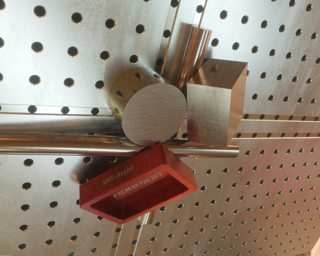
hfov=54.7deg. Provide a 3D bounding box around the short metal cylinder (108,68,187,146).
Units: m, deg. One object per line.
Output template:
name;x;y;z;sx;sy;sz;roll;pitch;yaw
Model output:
short metal cylinder;-0.015;-0.026;0.370;0.081;0.050;0.079;-14;124;-21

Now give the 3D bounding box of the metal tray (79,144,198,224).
metal tray;-0.028;0.079;0.408;0.130;0.030;0.090;-29;138;17

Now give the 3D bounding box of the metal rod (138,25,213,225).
metal rod;0.014;0.013;0.426;0.025;0.025;0.298;1;118;-29

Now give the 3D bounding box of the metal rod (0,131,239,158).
metal rod;-0.034;0.023;0.385;0.302;0.025;0.025;3;117;-22

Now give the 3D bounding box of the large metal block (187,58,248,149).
large metal block;0.072;-0.033;0.388;0.080;0.050;0.079;-50;145;-48
